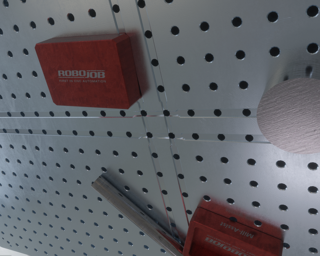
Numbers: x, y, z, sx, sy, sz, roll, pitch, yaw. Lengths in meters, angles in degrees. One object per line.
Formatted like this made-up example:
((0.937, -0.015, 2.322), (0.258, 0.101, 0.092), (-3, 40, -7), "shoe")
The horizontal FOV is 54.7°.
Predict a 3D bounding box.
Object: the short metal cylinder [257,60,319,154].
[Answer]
((0.142, -0.021, 0.307), (0.080, 0.050, 0.079), (13, 124, 20), "short metal cylinder")

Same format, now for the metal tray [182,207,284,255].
((0.105, 0.182, 0.465), (0.130, 0.030, 0.089), (19, 126, 17), "metal tray")

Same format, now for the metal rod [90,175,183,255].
((0.005, 0.187, 0.523), (0.300, 0.025, 0.025), (40, 129, 0), "metal rod")

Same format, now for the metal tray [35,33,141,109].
((-0.096, -0.074, 0.413), (0.130, 0.030, 0.089), (5, 121, 25), "metal tray")
